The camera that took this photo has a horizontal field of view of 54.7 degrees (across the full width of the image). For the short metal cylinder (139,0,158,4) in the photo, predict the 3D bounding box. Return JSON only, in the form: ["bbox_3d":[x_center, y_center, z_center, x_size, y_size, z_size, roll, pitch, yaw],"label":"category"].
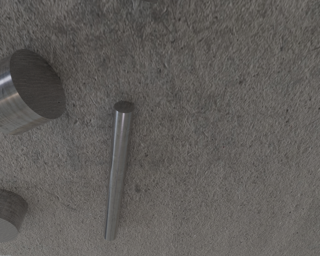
[{"bbox_3d":[-0.019,-0.146,0.246,0.050,0.080,0.079,10,130,-8],"label":"short metal cylinder"}]

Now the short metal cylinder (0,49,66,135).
[{"bbox_3d":[-0.150,-0.038,0.337,0.050,0.080,0.080,-21,127,17],"label":"short metal cylinder"}]

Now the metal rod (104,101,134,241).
[{"bbox_3d":[-0.068,0.086,0.479,0.025,0.025,0.298,7,130,-6],"label":"metal rod"}]

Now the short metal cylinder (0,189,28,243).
[{"bbox_3d":[-0.268,0.146,0.512,0.081,0.050,0.079,0,130,0],"label":"short metal cylinder"}]
